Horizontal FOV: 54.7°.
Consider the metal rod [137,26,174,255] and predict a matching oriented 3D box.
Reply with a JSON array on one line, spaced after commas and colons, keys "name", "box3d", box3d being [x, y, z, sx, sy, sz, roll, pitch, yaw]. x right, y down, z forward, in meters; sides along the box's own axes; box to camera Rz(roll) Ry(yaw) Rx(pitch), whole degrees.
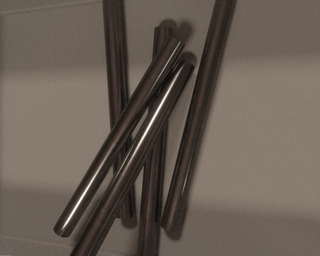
[{"name": "metal rod", "box3d": [-0.006, 0.018, 0.411, 0.025, 0.025, 0.298, 5, 92, 19]}]

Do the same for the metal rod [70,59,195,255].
[{"name": "metal rod", "box3d": [-0.034, 0.046, 0.361, 0.025, 0.025, 0.300, 23, 74, 18]}]

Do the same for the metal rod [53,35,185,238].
[{"name": "metal rod", "box3d": [-0.058, 0.018, 0.401, 0.025, 0.025, 0.299, 35, 101, 16]}]

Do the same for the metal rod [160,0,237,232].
[{"name": "metal rod", "box3d": [0.047, -0.015, 0.393, 0.025, 0.025, 0.298, 15, 95, 19]}]

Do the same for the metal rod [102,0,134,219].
[{"name": "metal rod", "box3d": [-0.058, -0.027, 0.429, 0.025, 0.025, 0.298, -4, 89, 19]}]
